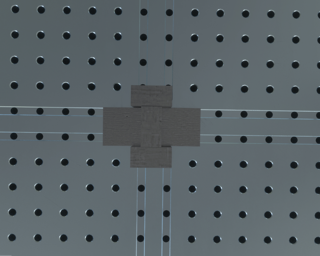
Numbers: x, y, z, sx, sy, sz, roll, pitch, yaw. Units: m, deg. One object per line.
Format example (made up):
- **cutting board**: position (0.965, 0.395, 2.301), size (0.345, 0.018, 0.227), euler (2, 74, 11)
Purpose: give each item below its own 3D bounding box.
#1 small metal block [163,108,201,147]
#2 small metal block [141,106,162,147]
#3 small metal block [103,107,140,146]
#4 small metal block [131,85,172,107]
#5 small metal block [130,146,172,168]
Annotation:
- **small metal block**: position (0.027, -0.001, 0.413), size (0.050, 0.025, 0.050), euler (1, 90, -1)
- **small metal block**: position (-0.011, -0.002, 0.400), size (0.025, 0.050, 0.050), euler (1, 90, 0)
- **small metal block**: position (-0.049, -0.002, 0.412), size (0.050, 0.025, 0.050), euler (1, 90, -1)
- **small metal block**: position (-0.010, -0.039, 0.400), size (0.050, 0.050, 0.025), euler (1, 90, -1)
- **small metal block**: position (-0.011, 0.036, 0.400), size (0.050, 0.050, 0.025), euler (1, 90, -1)
